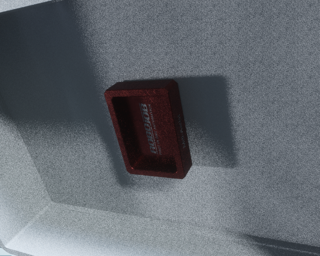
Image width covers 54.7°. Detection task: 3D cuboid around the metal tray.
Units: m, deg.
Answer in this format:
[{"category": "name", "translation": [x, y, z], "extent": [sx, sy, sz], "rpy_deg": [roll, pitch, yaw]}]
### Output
[{"category": "metal tray", "translation": [-0.013, 0.003, 0.409], "extent": [0.090, 0.030, 0.129], "rpy_deg": [1, 119, 26]}]
